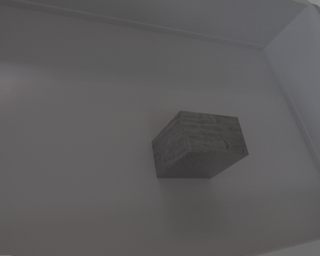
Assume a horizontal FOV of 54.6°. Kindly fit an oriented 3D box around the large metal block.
[{"bbox_3d":[0.045,0.024,0.379,0.081,0.080,0.050,5,60,-26],"label":"large metal block"}]
